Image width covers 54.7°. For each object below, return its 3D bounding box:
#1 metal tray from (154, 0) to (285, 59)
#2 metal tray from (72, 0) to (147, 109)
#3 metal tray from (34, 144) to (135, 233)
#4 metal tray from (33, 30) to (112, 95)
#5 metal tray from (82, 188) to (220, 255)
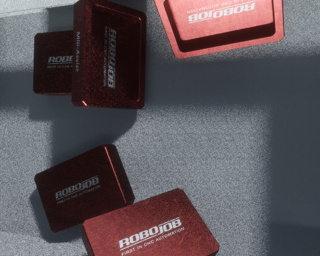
[{"bbox_3d":[0.069,-0.133,0.352,0.130,0.090,0.030,-6,48,20],"label":"metal tray"},{"bbox_3d":[-0.063,-0.090,0.396,0.030,0.091,0.129,2,91,49],"label":"metal tray"},{"bbox_3d":[-0.111,0.087,0.447,0.130,0.030,0.090,-24,82,18],"label":"metal tray"},{"bbox_3d":[-0.121,-0.094,0.451,0.130,0.030,0.089,2,91,20],"label":"metal tray"},{"bbox_3d":[-0.011,0.128,0.349,0.090,0.131,0.030,55,145,36],"label":"metal tray"}]
